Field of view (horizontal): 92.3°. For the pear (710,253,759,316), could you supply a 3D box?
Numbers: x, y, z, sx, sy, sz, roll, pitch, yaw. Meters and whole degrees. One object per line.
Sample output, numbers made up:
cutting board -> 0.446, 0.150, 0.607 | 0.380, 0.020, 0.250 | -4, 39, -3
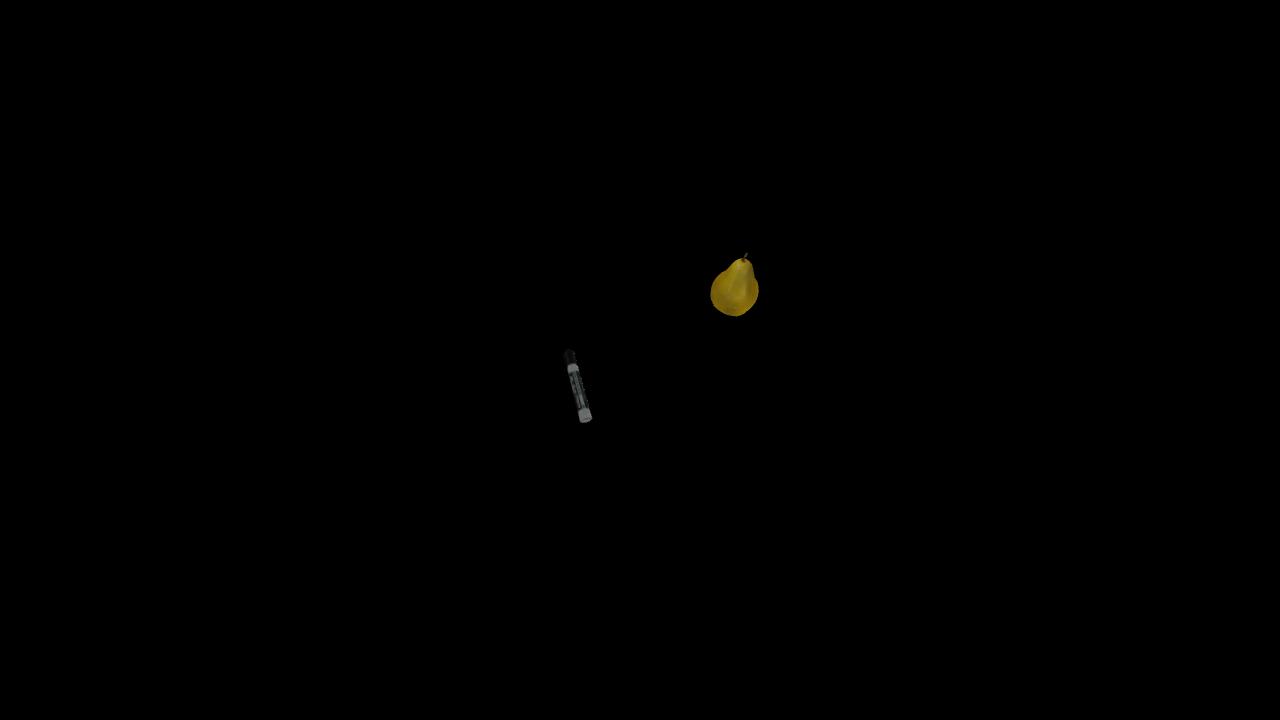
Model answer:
pear -> 0.154, -0.127, 0.969 | 0.080, 0.111, 0.080 | 8, 35, -6

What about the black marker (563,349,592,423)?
black marker -> -0.095, 0.037, 0.929 | 0.020, 0.121, 0.020 | -14, -26, -7
